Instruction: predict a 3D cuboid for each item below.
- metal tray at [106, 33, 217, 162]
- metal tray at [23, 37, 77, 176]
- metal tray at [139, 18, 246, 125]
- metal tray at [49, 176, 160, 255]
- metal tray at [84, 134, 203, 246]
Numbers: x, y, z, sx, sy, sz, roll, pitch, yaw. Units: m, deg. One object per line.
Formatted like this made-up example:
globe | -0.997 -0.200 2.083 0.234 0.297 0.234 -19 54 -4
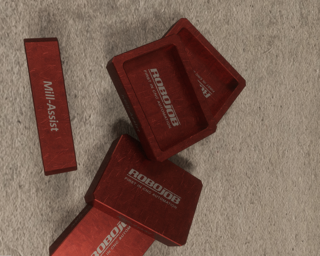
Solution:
metal tray | 0.004 -0.036 0.373 0.091 0.030 0.129 -27 99 -21
metal tray | -0.117 -0.021 0.331 0.030 0.090 0.129 -9 93 -20
metal tray | 0.046 -0.071 0.424 0.130 0.030 0.090 42 77 -16
metal tray | -0.059 0.130 0.386 0.090 0.030 0.130 45 76 -15
metal tray | -0.015 0.078 0.385 0.130 0.030 0.090 34 56 -17
